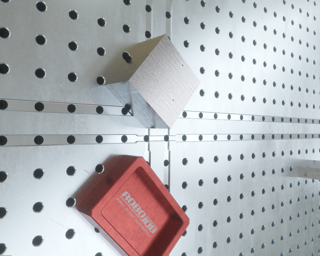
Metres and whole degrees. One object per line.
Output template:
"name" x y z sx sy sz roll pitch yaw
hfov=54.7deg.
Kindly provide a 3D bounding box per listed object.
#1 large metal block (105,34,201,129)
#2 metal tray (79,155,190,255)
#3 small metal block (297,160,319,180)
"large metal block" -0.006 -0.055 0.387 0.080 0.050 0.080 48 61 -29
"metal tray" -0.025 0.108 0.384 0.090 0.030 0.130 -49 119 -29
"small metal block" 0.338 0.091 0.676 0.050 0.050 0.025 -17 101 -39
